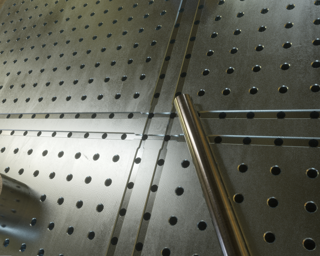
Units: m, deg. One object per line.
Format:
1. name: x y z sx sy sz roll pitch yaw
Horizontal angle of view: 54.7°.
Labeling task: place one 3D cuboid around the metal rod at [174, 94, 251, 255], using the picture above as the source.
1. metal rod: 0.062 0.080 0.326 0.025 0.025 0.299 -25 53 13

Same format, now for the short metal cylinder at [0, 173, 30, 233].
1. short metal cylinder: -0.242 0.108 0.453 0.080 0.050 0.080 -13 56 21
